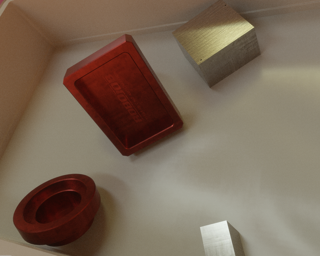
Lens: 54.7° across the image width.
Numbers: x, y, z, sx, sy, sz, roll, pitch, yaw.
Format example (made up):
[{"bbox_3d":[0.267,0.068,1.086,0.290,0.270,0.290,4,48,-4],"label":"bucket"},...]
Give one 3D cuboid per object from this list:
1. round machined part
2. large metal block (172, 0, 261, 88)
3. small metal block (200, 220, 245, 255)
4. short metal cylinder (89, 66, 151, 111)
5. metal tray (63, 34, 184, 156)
[{"bbox_3d":[-0.119,0.102,0.375,0.098,0.042,0.098,-11,28,6],"label":"round machined part"},{"bbox_3d":[0.075,-0.115,0.420,0.080,0.050,0.080,-34,52,6],"label":"large metal block"},{"bbox_3d":[0.061,0.118,0.284,0.025,0.050,0.050,-20,54,16],"label":"small metal block"},{"bbox_3d":[-0.055,-0.044,0.444,0.080,0.050,0.080,-13,56,20],"label":"short metal cylinder"},{"bbox_3d":[-0.041,-0.035,0.378,0.090,0.130,0.030,-29,31,10],"label":"metal tray"}]
